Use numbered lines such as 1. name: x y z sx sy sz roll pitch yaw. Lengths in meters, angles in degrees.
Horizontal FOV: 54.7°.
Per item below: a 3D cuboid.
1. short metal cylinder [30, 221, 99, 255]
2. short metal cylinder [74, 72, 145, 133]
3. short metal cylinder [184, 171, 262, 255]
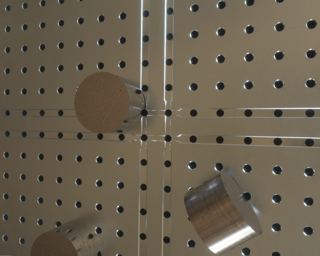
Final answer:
1. short metal cylinder: -0.136 0.181 0.446 0.080 0.050 0.079 0 90 19
2. short metal cylinder: -0.068 -0.033 0.422 0.080 0.050 0.079 0 90 19
3. short metal cylinder: 0.072 0.097 0.358 0.050 0.080 0.080 -36 79 16
